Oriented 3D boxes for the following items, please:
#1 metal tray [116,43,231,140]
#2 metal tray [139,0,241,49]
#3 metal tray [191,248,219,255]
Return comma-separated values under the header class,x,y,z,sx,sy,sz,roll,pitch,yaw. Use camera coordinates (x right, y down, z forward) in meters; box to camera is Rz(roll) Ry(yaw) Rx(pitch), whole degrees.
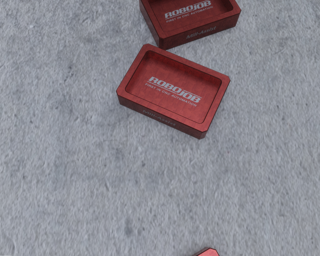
class,x,y,z,sx,sy,sz,roll,pitch,yaw
metal tray,0.018,-0.052,0.424,0.130,0.030,0.090,24,72,8
metal tray,0.044,-0.180,0.471,0.131,0.030,0.090,-21,72,-8
metal tray,0.051,0.208,0.329,0.090,0.030,0.130,-27,72,-10
